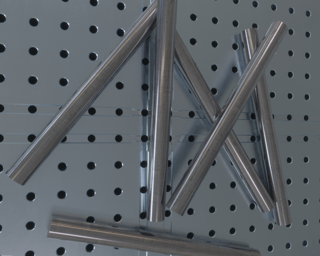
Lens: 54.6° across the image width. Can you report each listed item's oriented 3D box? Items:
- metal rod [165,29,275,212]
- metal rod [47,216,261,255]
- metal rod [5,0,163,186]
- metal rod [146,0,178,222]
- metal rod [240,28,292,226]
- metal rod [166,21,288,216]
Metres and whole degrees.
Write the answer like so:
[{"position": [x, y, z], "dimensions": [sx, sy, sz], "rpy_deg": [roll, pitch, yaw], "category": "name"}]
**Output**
[{"position": [0.086, -0.005, 0.443], "dimensions": [0.025, 0.025, 0.299], "rpy_deg": [-35, 101, -17], "category": "metal rod"}, {"position": [0.007, 0.156, 0.415], "dimensions": [0.302, 0.025, 0.025], "rpy_deg": [16, 85, -19], "category": "metal rod"}, {"position": [-0.076, -0.059, 0.384], "dimensions": [0.025, 0.025, 0.300], "rpy_deg": [41, 77, -16], "category": "metal rod"}, {"position": [0.002, -0.029, 0.398], "dimensions": [0.025, 0.025, 0.298], "rpy_deg": [1, 95, -20], "category": "metal rod"}, {"position": [0.161, 0.001, 0.471], "dimensions": [0.025, 0.025, 0.298], "rpy_deg": [-13, 95, -20], "category": "metal rod"}, {"position": [0.095, -0.020, 0.419], "dimensions": [0.025, 0.025, 0.300], "rpy_deg": [35, 79, -17], "category": "metal rod"}]
